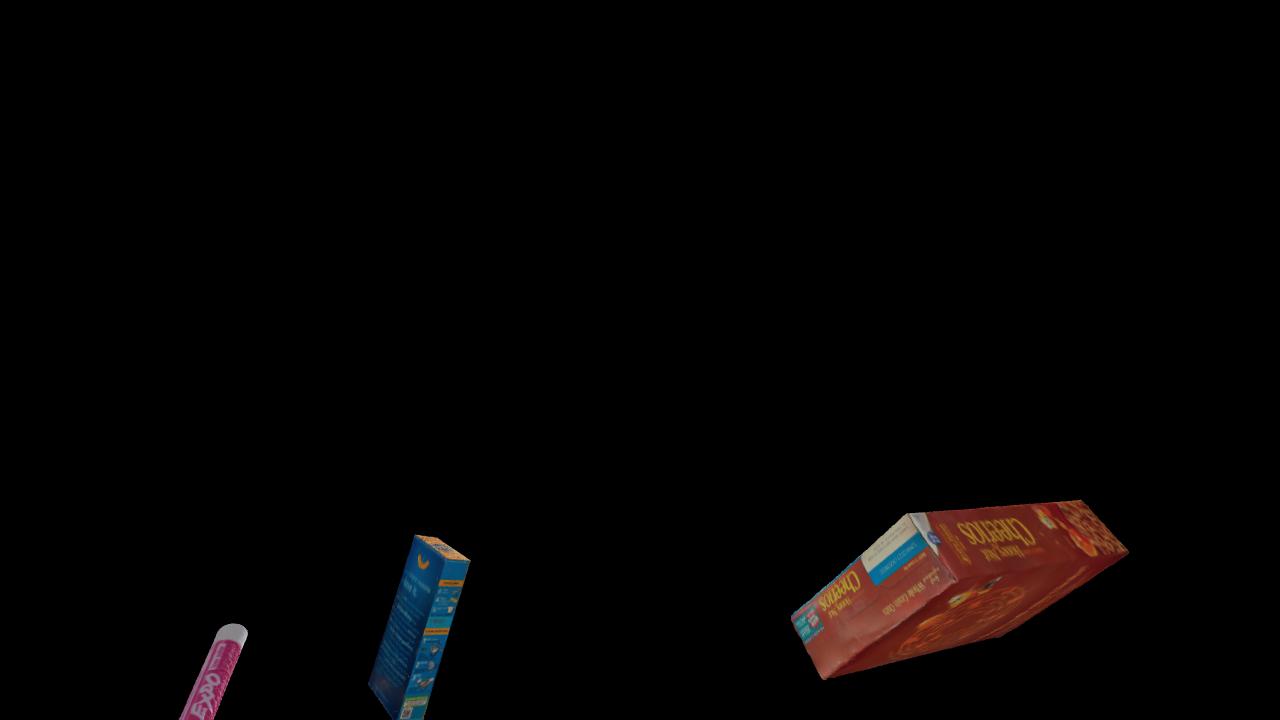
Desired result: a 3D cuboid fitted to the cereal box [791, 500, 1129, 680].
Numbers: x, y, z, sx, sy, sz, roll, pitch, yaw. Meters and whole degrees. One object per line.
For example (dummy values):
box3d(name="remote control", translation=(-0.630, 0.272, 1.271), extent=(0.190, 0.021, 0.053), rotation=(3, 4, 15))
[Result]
box3d(name="cereal box", translation=(0.339, 0.239, 0.656), extent=(0.306, 0.203, 0.081), rotation=(5, 41, -28))

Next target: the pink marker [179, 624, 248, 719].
box3d(name="pink marker", translation=(-0.269, 0.213, 0.378), extent=(0.020, 0.020, 0.121), rotation=(0, 21, -17))

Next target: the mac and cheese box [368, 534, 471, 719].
box3d(name="mac and cheese box", translation=(-0.264, 0.315, 0.735), extent=(0.041, 0.184, 0.093), rotation=(22, -9, -41))
